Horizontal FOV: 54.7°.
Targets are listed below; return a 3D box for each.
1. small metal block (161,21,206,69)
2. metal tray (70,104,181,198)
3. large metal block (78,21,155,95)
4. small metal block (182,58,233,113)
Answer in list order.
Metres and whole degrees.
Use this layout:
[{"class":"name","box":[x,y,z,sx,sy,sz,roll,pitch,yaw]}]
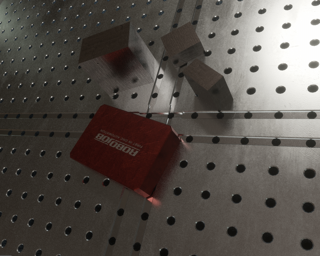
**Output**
[{"class":"small metal block","box":[0.034,-0.125,0.466,0.050,0.025,0.050,-26,53,11]},{"class":"metal tray","box":[-0.049,0.025,0.414,0.130,0.030,0.090,19,71,35]},{"class":"large metal block","box":[-0.062,-0.101,0.466,0.080,0.080,0.050,-13,57,20]},{"class":"small metal block","box":[0.061,-0.054,0.392,0.025,0.050,0.050,-43,51,-2]}]
